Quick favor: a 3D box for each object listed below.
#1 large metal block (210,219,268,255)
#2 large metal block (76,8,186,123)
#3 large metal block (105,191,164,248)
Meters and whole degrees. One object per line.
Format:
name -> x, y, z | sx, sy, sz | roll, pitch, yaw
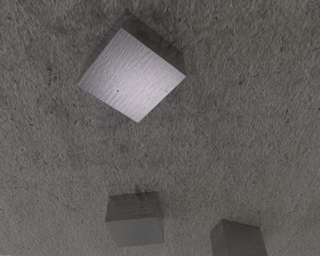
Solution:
large metal block -> 0.142, 0.221, 0.560 | 0.081, 0.080, 0.050 | 15, 129, -13
large metal block -> -0.030, -0.065, 0.335 | 0.080, 0.050, 0.080 | 33, 123, -25
large metal block -> -0.039, 0.155, 0.522 | 0.080, 0.050, 0.080 | -7, 130, 6
